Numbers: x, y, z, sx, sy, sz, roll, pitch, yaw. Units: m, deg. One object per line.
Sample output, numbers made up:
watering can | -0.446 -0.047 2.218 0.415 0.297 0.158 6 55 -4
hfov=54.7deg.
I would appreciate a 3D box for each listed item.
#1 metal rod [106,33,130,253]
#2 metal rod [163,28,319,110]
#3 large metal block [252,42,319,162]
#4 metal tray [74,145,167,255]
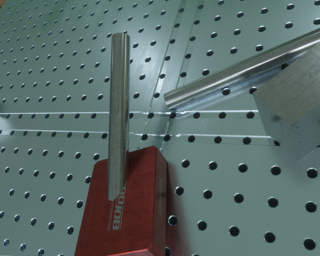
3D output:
metal rod | -0.050 0.021 0.377 0.025 0.025 0.299 -8 72 24
metal rod | 0.145 -0.089 0.386 0.301 0.025 0.025 -21 54 15
large metal block | 0.148 -0.023 0.309 0.080 0.080 0.050 -38 51 3
metal tray | -0.040 0.087 0.355 0.090 0.030 0.130 -17 42 18
